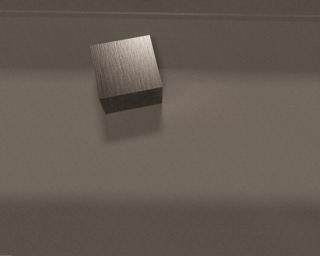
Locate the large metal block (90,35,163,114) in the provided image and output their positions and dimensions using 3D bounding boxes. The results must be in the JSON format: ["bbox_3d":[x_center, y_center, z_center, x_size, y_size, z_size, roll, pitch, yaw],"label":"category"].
[{"bbox_3d":[-0.045,-0.072,0.422,0.081,0.050,0.080,-12,71,-5],"label":"large metal block"}]
